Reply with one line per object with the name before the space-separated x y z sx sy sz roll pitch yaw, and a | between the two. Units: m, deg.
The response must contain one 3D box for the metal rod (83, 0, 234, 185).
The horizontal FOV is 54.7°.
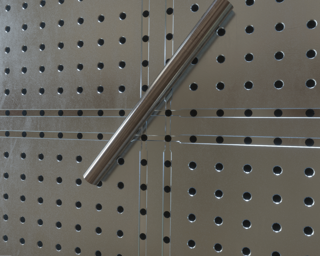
metal rod | -0.009 -0.041 0.414 0.025 0.025 0.299 41 103 15
